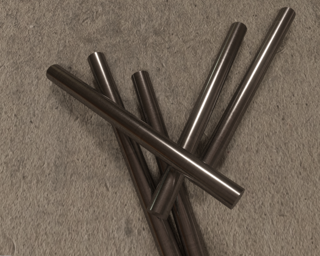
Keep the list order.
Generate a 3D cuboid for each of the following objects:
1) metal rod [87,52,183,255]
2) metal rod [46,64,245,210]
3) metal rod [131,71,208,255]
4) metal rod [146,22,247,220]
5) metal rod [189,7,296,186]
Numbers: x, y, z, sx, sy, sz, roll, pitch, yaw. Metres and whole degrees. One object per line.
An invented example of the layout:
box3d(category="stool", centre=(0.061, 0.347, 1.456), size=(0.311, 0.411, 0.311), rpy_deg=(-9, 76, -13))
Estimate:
box3d(category="metal rod", centre=(-0.036, 0.030, 0.396), size=(0.025, 0.025, 0.299), rpy_deg=(-20, 71, -8))
box3d(category="metal rod", centre=(-0.036, -0.003, 0.373), size=(0.300, 0.025, 0.025), rpy_deg=(33, 73, 25))
box3d(category="metal rod", centre=(0.015, 0.061, 0.385), size=(0.025, 0.025, 0.299), rpy_deg=(-16, 71, -6))
box3d(category="metal rod", centre=(0.057, -0.027, 0.402), size=(0.025, 0.025, 0.300), rpy_deg=(23, 65, 8))
box3d(category="metal rod", centre=(0.120, -0.053, 0.429), size=(0.025, 0.025, 0.300), rpy_deg=(29, 72, 9))
